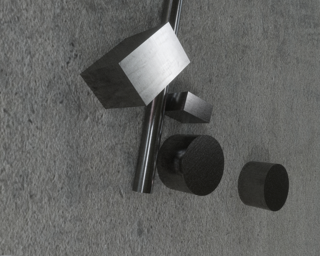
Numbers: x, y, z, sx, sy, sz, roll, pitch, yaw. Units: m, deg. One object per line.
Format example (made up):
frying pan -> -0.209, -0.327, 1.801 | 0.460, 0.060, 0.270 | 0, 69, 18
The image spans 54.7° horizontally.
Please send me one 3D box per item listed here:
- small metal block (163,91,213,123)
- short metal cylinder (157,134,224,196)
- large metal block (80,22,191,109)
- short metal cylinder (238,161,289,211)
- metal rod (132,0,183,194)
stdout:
small metal block -> 0.034, -0.026, 0.417 | 0.050, 0.050, 0.025 | 23, 75, -38
short metal cylinder -> 0.043, 0.049, 0.424 | 0.081, 0.050, 0.080 | 0, 90, -40
large metal block -> -0.028, -0.067, 0.345 | 0.080, 0.080, 0.050 | -48, 119, -29
short metal cylinder -> 0.181, 0.100, 0.540 | 0.081, 0.050, 0.080 | 0, 90, -40
metal rod -> 0.002, -0.067, 0.405 | 0.025, 0.025, 0.299 | 15, 80, -39
